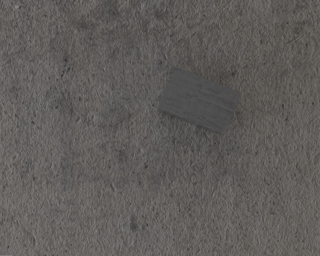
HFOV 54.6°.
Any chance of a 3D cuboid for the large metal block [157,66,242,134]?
[{"bbox_3d":[0.044,-0.031,0.383,0.080,0.080,0.050,22,90,0],"label":"large metal block"}]
